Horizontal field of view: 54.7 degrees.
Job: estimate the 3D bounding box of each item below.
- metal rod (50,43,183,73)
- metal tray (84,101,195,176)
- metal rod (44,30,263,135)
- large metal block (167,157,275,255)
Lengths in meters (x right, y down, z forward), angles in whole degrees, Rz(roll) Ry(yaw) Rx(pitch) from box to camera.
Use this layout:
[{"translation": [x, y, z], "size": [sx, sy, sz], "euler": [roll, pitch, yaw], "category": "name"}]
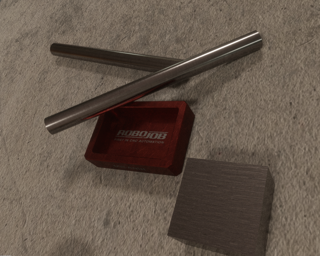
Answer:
[{"translation": [-0.083, -0.117, 0.517], "size": [0.300, 0.025, 0.025], "euler": [16, 70, 34], "category": "metal rod"}, {"translation": [-0.028, 0.010, 0.407], "size": [0.130, 0.030, 0.090], "euler": [2, 63, 28], "category": "metal tray"}, {"translation": [-0.010, -0.060, 0.413], "size": [0.301, 0.025, 0.025], "euler": [-22, 53, 2], "category": "metal rod"}, {"translation": [0.063, 0.079, 0.305], "size": [0.080, 0.050, 0.080], "euler": [4, 63, 29], "category": "large metal block"}]
